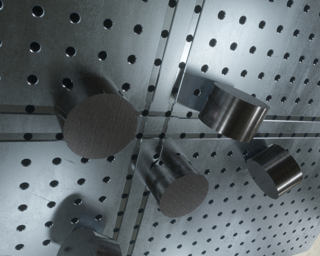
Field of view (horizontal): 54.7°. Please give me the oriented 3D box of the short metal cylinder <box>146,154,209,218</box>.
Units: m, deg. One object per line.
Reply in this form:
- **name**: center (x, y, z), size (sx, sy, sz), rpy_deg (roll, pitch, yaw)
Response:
- **short metal cylinder**: center (0.025, 0.087, 0.464), size (0.081, 0.050, 0.079), rpy_deg (-14, 125, -21)

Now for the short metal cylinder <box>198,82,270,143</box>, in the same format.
- **short metal cylinder**: center (0.099, -0.022, 0.418), size (0.081, 0.080, 0.050), rpy_deg (10, 113, -33)

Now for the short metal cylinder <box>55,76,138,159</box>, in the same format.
- **short metal cylinder**: center (-0.072, -0.012, 0.349), size (0.081, 0.050, 0.079), rpy_deg (-14, 125, -21)

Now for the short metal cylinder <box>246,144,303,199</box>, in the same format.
- **short metal cylinder**: center (0.195, 0.074, 0.531), size (0.050, 0.080, 0.080), rpy_deg (-31, 129, -9)

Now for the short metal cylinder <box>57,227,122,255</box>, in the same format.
- **short metal cylinder**: center (-0.101, 0.188, 0.438), size (0.080, 0.080, 0.050), rpy_deg (-45, 130, 2)
